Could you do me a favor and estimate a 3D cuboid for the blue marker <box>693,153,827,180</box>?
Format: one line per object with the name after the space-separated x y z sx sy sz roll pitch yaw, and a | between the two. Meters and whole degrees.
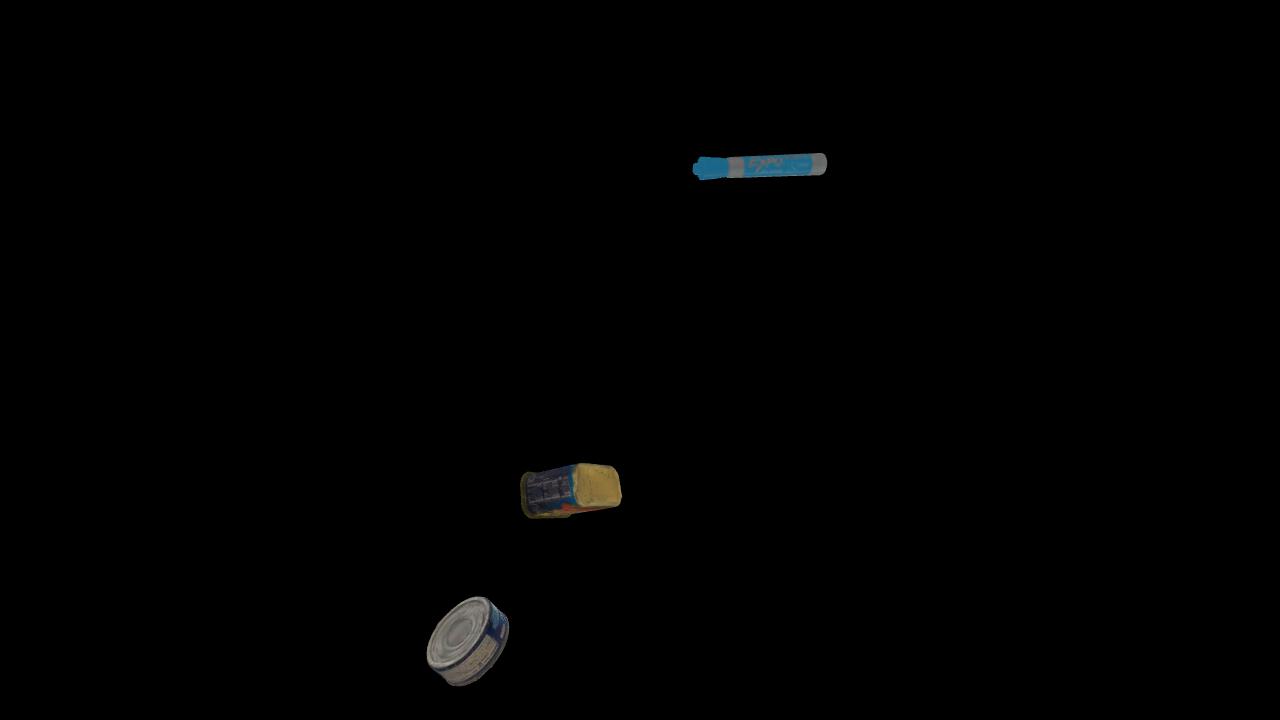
0.102 -0.165 0.524 0.121 0.020 0.020 -7 2 -16 | blue marker

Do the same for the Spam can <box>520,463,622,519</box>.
-0.084 0.163 0.769 0.085 0.058 0.101 -17 -20 27 | Spam can

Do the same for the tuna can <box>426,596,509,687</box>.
-0.182 0.294 0.648 0.084 0.034 0.084 -27 26 14 | tuna can
